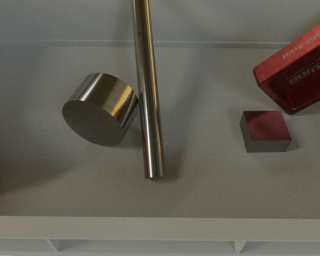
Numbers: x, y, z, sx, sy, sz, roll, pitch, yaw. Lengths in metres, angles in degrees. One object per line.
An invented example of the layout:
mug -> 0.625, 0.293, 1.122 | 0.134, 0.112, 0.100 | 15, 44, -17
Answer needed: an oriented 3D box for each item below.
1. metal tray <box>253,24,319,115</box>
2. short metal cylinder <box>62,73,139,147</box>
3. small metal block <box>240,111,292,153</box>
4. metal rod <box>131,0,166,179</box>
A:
metal tray -> 0.197, -0.077, 0.387 | 0.090, 0.130, 0.030 | 31, 39, -35
short metal cylinder -> -0.072, -0.022, 0.387 | 0.080, 0.080, 0.050 | 15, 52, 12
small metal block -> 0.136, 0.004, 0.403 | 0.050, 0.025, 0.050 | -1, 50, -1
metal rod -> -0.019, -0.085, 0.399 | 0.025, 0.025, 0.299 | -4, 74, -4
